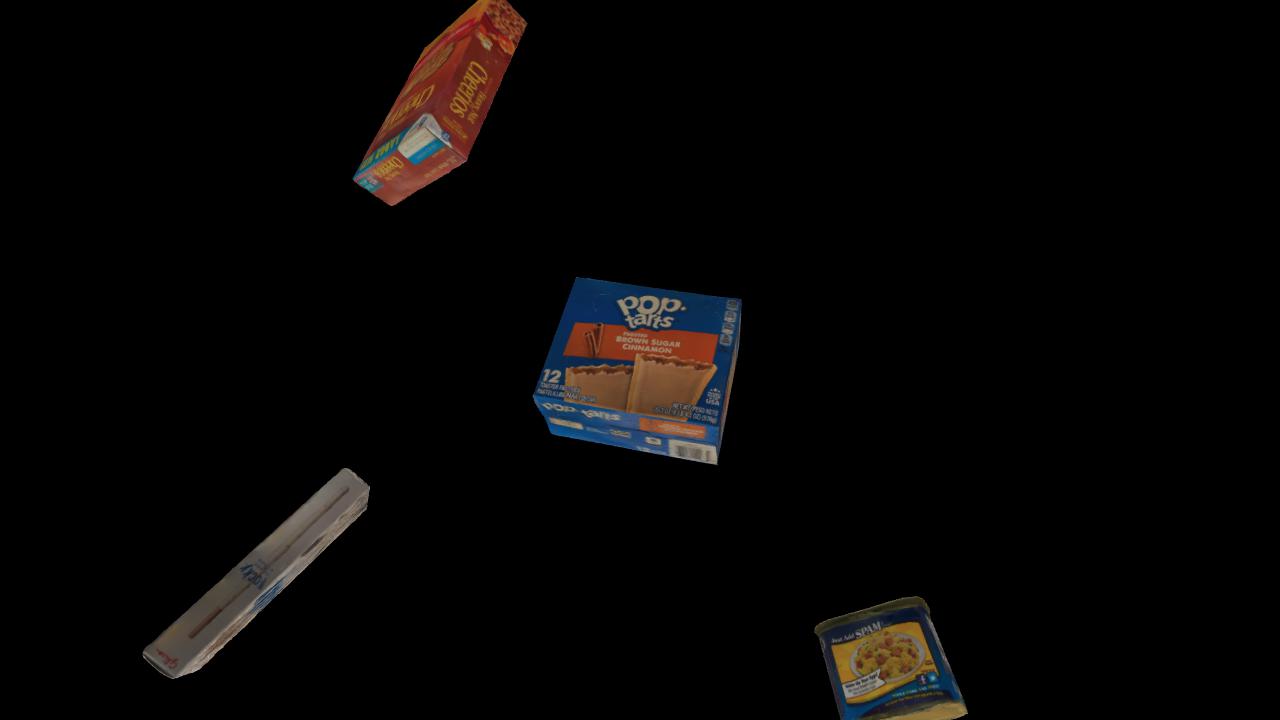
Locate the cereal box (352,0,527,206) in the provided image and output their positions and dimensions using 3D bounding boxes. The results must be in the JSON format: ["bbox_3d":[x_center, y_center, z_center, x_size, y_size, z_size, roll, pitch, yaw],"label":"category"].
[{"bbox_3d":[-0.300,-0.396,0.933,0.203,0.306,0.081,-11,-36,40],"label":"cereal box"}]

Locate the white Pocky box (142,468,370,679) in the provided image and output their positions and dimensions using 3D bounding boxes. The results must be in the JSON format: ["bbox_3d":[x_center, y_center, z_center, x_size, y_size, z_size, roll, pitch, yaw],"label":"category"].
[{"bbox_3d":[-0.263,0.148,0.440,0.154,0.028,0.084,-49,4,-33],"label":"white Pocky box"}]

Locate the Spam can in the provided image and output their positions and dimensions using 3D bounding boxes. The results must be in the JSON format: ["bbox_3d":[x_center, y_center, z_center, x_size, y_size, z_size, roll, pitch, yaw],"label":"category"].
[{"bbox_3d":[0.212,0.264,0.528,0.101,0.085,0.058,-27,-49,20],"label":"Spam can"}]

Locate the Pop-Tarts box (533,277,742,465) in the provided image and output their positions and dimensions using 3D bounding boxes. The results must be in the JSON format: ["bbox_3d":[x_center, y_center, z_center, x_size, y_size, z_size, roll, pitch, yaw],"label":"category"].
[{"bbox_3d":[0.004,0.008,0.588,0.167,0.141,0.083,10,-32,10],"label":"Pop-Tarts box"}]
